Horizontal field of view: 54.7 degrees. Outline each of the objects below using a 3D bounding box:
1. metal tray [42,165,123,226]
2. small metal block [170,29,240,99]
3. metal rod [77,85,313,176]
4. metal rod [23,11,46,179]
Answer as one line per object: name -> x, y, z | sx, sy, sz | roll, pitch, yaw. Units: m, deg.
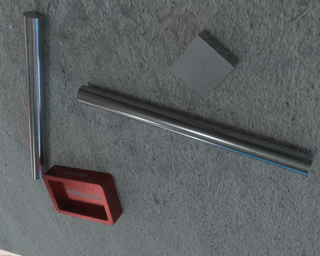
metal tray -> -0.136, 0.117, 0.545 | 0.130, 0.030, 0.089 | 4, 120, 25
small metal block -> 0.048, -0.069, 0.338 | 0.050, 0.025, 0.050 | 42, 129, -1
metal rod -> 0.029, -0.003, 0.388 | 0.301, 0.025, 0.025 | 18, 125, 17
metal rod -> -0.194, -0.030, 0.487 | 0.025, 0.025, 0.298 | 24, 127, 13
